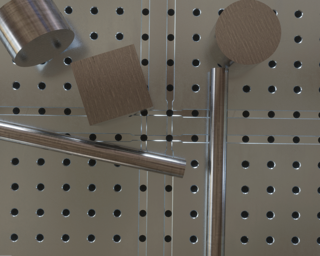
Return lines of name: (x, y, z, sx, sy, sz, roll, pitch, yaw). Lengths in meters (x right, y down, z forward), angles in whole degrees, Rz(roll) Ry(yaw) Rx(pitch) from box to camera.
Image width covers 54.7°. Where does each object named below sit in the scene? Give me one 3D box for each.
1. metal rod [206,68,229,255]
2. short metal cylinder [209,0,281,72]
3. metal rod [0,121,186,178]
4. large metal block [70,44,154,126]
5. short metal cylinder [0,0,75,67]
metal rod: (0.076, 0.071, 0.413, 0.025, 0.025, 0.298, 1, 90, 0)
short metal cylinder: (0.107, -0.117, 0.402, 0.081, 0.050, 0.079, 0, 90, 0)
metal rod: (-0.115, 0.024, 0.412, 0.302, 0.025, 0.025, 12, 90, 0)
large metal block: (-0.058, -0.053, 0.400, 0.080, 0.050, 0.080, -17, 90, 0)
short metal cylinder: (-0.155, -0.119, 0.384, 0.080, 0.080, 0.050, -32, 90, 0)
